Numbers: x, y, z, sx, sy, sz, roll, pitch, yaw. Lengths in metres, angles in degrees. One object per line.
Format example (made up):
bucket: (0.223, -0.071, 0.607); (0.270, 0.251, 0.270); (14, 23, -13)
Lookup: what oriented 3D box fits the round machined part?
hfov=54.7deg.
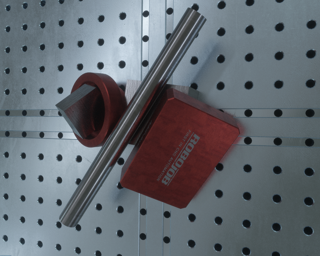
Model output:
round machined part: (-0.079, -0.024, 0.416); (0.098, 0.042, 0.097); (4, 95, 44)

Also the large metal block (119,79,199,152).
large metal block: (-0.001, -0.015, 0.398); (0.080, 0.050, 0.079); (10, 93, 19)

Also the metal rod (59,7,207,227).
metal rod: (-0.039, -0.004, 0.372); (0.025, 0.025, 0.299); (36, 101, 16)

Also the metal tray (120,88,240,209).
metal tray: (0.020, 0.029, 0.366); (0.090, 0.030, 0.129); (24, 115, -14)

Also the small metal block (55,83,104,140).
small metal block: (-0.098, -0.022, 0.403); (0.050, 0.050, 0.025); (-42, 43, -21)
